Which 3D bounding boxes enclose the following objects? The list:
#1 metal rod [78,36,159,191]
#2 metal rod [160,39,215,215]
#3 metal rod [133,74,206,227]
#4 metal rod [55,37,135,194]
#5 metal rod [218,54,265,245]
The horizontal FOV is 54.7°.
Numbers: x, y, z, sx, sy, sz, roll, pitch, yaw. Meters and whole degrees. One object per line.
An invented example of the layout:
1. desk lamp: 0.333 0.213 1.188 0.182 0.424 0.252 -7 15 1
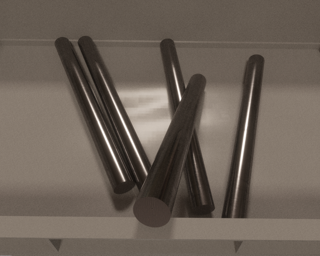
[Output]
1. metal rod: -0.069 -0.039 0.436 0.025 0.025 0.300 -18 52 -15
2. metal rod: 0.029 -0.026 0.427 0.025 0.025 0.300 -5 50 -5
3. metal rod: 0.026 -0.008 0.334 0.025 0.025 0.301 11 26 8
4. metal rod: -0.102 -0.038 0.435 0.025 0.025 0.300 -19 53 -16
5. metal rod: 0.113 0.002 0.404 0.025 0.025 0.300 13 51 10
